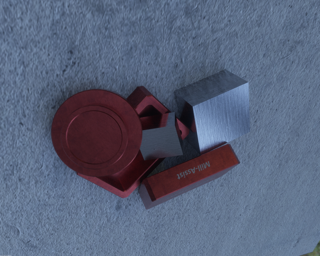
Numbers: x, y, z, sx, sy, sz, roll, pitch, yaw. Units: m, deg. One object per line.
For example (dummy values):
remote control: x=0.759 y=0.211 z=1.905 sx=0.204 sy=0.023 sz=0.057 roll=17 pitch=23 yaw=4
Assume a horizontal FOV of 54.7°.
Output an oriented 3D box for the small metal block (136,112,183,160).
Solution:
small metal block: x=-0.001 y=0.011 z=0.385 sx=0.050 sy=0.025 sz=0.050 roll=-9 pitch=130 yaw=10

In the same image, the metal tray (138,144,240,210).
metal tray: x=0.038 y=0.071 z=0.440 sx=0.131 sy=0.030 sz=0.090 roll=-21 pitch=163 yaw=-16

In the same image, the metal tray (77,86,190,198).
metal tray: x=-0.035 y=0.022 z=0.398 sx=0.130 sy=0.030 sz=0.090 roll=-46 pitch=129 yaw=4

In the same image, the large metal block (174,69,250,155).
large metal block: x=0.072 y=-0.022 z=0.418 sx=0.081 sy=0.050 sz=0.080 roll=-24 pitch=127 yaw=-14

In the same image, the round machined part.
round machined part: x=-0.068 y=0.007 z=0.337 sx=0.099 sy=0.042 sz=0.097 roll=-1 pitch=99 yaw=-4
